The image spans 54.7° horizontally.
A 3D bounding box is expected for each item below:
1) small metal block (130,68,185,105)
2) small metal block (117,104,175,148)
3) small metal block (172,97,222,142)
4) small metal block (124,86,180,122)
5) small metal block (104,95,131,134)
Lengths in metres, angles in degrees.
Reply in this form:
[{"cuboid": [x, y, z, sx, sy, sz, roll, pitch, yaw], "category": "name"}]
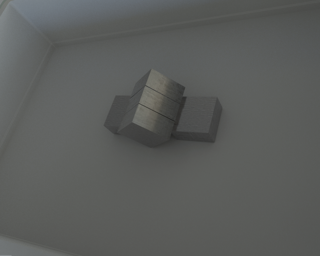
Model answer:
[{"cuboid": [-0.004, -0.046, 0.403, 0.050, 0.050, 0.025, -28, 41, 59], "category": "small metal block"}, {"cuboid": [-0.018, -0.001, 0.384, 0.050, 0.050, 0.025, -29, 40, 58], "category": "small metal block"}, {"cuboid": [0.046, -0.011, 0.386, 0.050, 0.025, 0.050, 3, 63, 29], "category": "small metal block"}, {"cuboid": [-0.011, -0.023, 0.393, 0.050, 0.050, 0.025, -29, 40, 58], "category": "small metal block"}, {"cuboid": [-0.044, -0.018, 0.436, 0.050, 0.025, 0.050, 4, 64, 29], "category": "small metal block"}]
